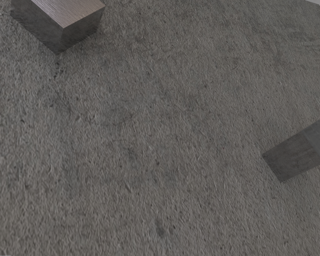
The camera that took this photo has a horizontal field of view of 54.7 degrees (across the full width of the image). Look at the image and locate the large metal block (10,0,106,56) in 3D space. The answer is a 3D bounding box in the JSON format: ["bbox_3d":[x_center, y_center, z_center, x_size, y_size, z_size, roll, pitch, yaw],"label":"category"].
[{"bbox_3d":[-0.134,-0.156,0.410,0.080,0.050,0.080,41,51,0],"label":"large metal block"}]

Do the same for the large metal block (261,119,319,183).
[{"bbox_3d":[0.216,0.031,0.465,0.081,0.080,0.050,-22,74,-36],"label":"large metal block"}]
